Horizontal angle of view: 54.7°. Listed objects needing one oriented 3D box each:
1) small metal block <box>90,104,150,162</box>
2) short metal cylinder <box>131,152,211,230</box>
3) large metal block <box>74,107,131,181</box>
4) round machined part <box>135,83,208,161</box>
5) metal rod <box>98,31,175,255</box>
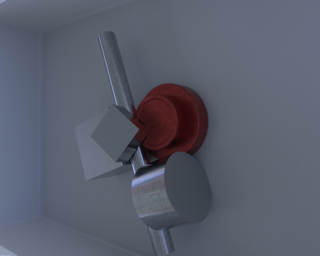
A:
[{"bbox_3d":[-0.049,0.007,0.381,0.050,0.025,0.050,42,104,24],"label":"small metal block"},{"bbox_3d":[0.014,0.073,0.356,0.050,0.081,0.080,-26,74,37],"label":"short metal cylinder"},{"bbox_3d":[-0.070,0.023,0.441,0.080,0.050,0.080,-26,74,37],"label":"large metal block"},{"bbox_3d":[0.007,-0.007,0.386,0.098,0.042,0.097,0,90,39],"label":"round machined part"},{"bbox_3d":[-0.035,0.010,0.404,0.025,0.025,0.299,-26,74,37],"label":"metal rod"}]
